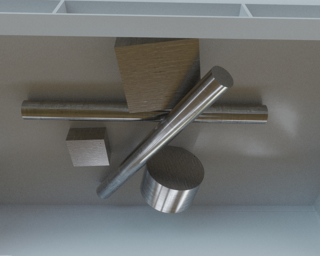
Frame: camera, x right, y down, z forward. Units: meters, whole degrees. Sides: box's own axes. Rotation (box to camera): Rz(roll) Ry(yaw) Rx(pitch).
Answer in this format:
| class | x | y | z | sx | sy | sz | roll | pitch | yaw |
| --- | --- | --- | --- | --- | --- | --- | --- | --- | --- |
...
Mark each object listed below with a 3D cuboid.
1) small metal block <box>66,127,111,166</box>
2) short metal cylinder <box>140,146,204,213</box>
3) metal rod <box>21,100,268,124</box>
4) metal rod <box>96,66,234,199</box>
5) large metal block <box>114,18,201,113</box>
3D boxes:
| class | x | y | z | sx | sy | sz | roll | pitch | yaw |
| --- | --- | --- | --- | --- | --- | --- | --- | --- | --- |
| small metal block | -0.098 | 0.027 | 0.430 | 0.050 | 0.025 | 0.050 | -2 | 130 | 1 |
| short metal cylinder | 0.016 | 0.071 | 0.434 | 0.081 | 0.080 | 0.050 | 9 | 130 | -8 |
| metal rod | -0.017 | -0.020 | 0.391 | 0.302 | 0.025 | 0.025 | 1 | 130 | -2 |
| metal rod | -0.016 | 0.027 | 0.389 | 0.025 | 0.025 | 0.298 | 24 | 139 | -19 |
| large metal block | 0.001 | -0.066 | 0.336 | 0.080 | 0.050 | 0.080 | -6 | 130 | 4 |
